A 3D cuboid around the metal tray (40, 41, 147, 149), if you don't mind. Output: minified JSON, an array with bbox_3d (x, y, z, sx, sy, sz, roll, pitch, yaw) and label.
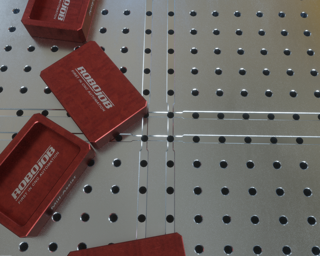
[{"bbox_3d":[-0.090,-0.048,0.426,0.090,0.030,0.130,-37,74,-12],"label":"metal tray"}]

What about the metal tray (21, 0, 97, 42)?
[{"bbox_3d":[-0.148,-0.200,0.481,0.090,0.030,0.130,8,70,3],"label":"metal tray"}]

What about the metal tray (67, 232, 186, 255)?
[{"bbox_3d":[-0.033,0.174,0.345,0.131,0.030,0.090,-9,70,-4],"label":"metal tray"}]

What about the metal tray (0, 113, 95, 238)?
[{"bbox_3d":[-0.156,0.057,0.387,0.090,0.030,0.130,31,73,10],"label":"metal tray"}]
